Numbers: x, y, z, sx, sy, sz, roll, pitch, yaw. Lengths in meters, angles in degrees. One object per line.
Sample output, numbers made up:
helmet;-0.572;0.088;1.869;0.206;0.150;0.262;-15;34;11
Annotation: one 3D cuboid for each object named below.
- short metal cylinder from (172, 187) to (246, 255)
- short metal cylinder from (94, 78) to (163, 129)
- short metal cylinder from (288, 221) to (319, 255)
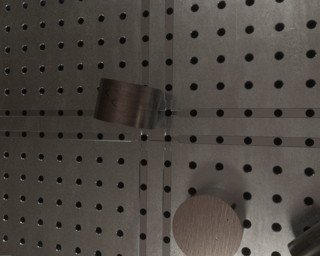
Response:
short metal cylinder;0.061;0.116;0.377;0.080;0.050;0.079;0;90;19
short metal cylinder;-0.040;-0.031;0.397;0.080;0.080;0.050;13;94;19
short metal cylinder;0.181;0.140;0.320;0.050;0.080;0.080;-44;77;15
